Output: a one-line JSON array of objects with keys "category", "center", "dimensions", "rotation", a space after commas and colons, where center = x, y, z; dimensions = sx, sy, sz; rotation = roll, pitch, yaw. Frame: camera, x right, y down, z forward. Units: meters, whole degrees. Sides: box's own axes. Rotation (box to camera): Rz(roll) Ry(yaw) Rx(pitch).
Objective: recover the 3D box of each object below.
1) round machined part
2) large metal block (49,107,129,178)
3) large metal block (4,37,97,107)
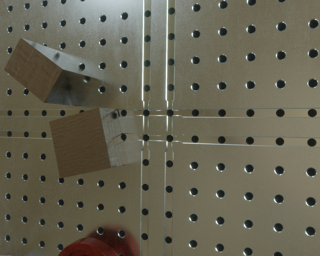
[{"category": "round machined part", "center": [-0.096, 0.203, 0.437], "dimensions": [0.098, 0.042, 0.097], "rotation": [0, 90, 20]}, {"category": "large metal block", "center": [-0.099, 0.021, 0.434], "dimensions": [0.080, 0.050, 0.080], "rotation": [-14, 86, 19]}, {"category": "large metal block", "center": [-0.151, -0.075, 0.437], "dimensions": [0.080, 0.080, 0.050], "rotation": [37, 102, 16]}]
